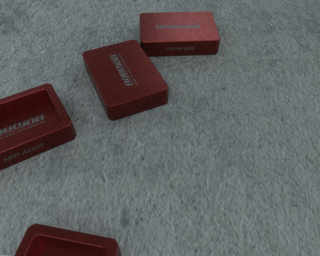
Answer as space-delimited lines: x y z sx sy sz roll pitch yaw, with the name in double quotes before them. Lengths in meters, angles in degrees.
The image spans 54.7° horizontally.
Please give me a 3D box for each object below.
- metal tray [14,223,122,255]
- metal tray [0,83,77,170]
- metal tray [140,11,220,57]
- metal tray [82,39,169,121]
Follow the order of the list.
"metal tray" -0.095 0.157 0.266 0.090 0.030 0.130 9 50 7
"metal tray" -0.187 0.000 0.397 0.131 0.030 0.090 -24 54 -20
"metal tray" 0.031 -0.165 0.539 0.131 0.030 0.090 -2 50 -3
"metal tray" -0.054 -0.077 0.464 0.091 0.030 0.130 -19 53 -16
